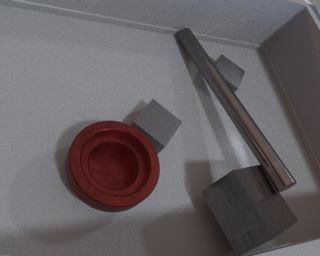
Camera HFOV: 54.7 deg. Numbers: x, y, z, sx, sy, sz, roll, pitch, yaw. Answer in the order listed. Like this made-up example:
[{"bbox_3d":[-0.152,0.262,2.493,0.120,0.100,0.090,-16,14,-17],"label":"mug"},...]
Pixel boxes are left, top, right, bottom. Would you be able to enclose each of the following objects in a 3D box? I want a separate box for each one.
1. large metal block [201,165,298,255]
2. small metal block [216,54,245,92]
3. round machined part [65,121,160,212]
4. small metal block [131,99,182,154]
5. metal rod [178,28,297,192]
[{"bbox_3d":[0.108,0.094,0.372,0.081,0.050,0.080,1,53,-50],"label":"large metal block"},{"bbox_3d":[0.110,-0.089,0.521,0.050,0.025,0.050,35,51,-6],"label":"small metal block"},{"bbox_3d":[-0.053,0.044,0.340,0.099,0.042,0.098,14,56,-21],"label":"round machined part"},{"bbox_3d":[-0.007,-0.002,0.405,0.050,0.025,0.050,39,51,-3],"label":"small metal block"},{"bbox_3d":[0.099,-0.044,0.454,0.025,0.025,0.299,-6,54,-31],"label":"metal rod"}]
